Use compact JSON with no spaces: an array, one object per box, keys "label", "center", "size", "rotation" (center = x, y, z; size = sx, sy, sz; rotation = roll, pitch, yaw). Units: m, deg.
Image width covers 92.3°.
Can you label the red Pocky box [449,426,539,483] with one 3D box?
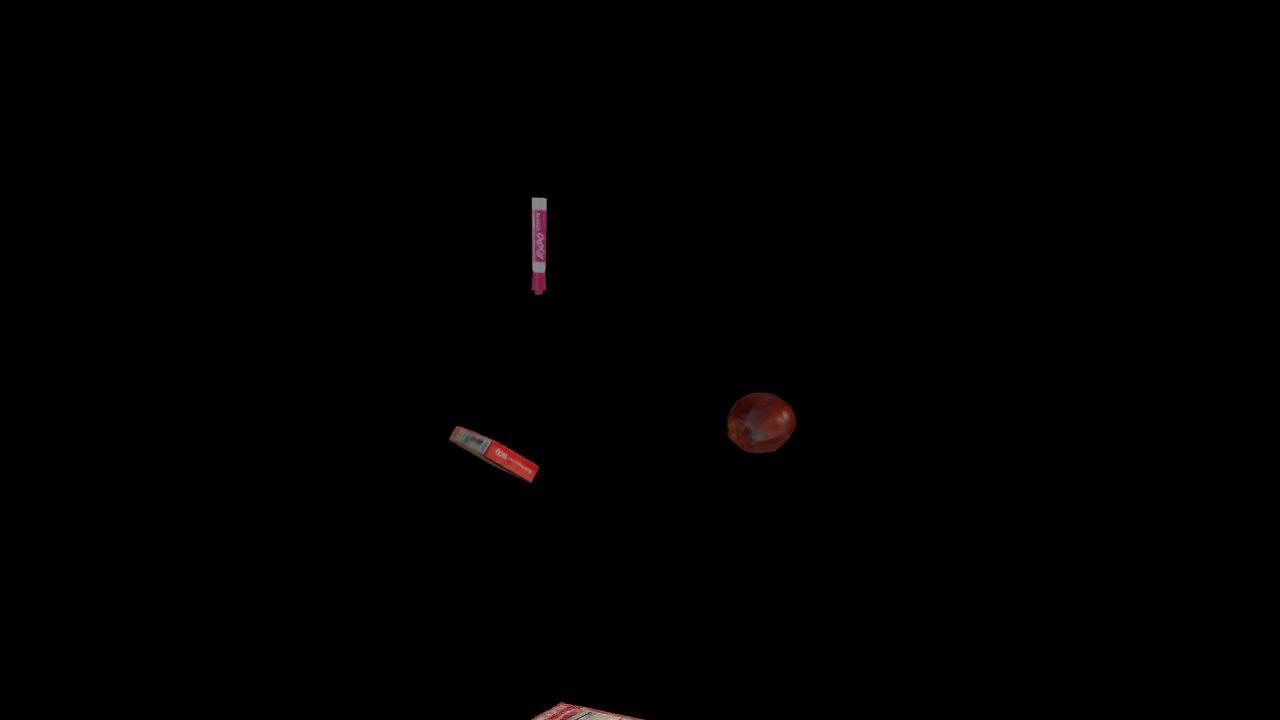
[{"label":"red Pocky box","center":[-0.212,0.134,0.886],"size":[0.083,0.028,0.155],"rotation":[40,-20,-30]}]

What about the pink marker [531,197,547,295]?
[{"label":"pink marker","center":[-0.128,-0.144,0.781],"size":[0.020,0.121,0.020],"rotation":[2,11,0]}]

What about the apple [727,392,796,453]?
[{"label":"apple","center":[0.156,0.080,0.794],"size":[0.093,0.079,0.079],"rotation":[-16,8,-32]}]

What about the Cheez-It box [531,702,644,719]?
[{"label":"Cheez-It box","center":[-0.032,0.475,0.657],"size":[0.071,0.166,0.223],"rotation":[-6,-11,-42]}]
